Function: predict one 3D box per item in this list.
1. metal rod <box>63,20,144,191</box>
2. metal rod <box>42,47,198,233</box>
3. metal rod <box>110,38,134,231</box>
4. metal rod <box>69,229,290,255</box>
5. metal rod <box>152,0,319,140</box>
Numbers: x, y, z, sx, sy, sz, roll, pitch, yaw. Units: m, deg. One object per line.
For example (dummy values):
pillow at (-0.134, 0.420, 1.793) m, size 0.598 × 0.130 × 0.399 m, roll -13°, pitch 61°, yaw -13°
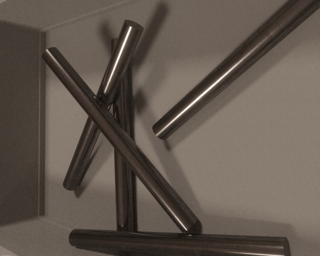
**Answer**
metal rod at (-0.093, -0.014, 0.454) m, size 0.025 × 0.025 × 0.298 m, roll 48°, pitch 126°, yaw 29°
metal rod at (-0.059, 0.008, 0.405) m, size 0.300 × 0.025 × 0.025 m, roll 49°, pitch 120°, yaw 11°
metal rod at (-0.054, 0.021, 0.449) m, size 0.025 × 0.025 × 0.298 m, roll -4°, pitch 88°, yaw 39°
metal rod at (-0.001, 0.142, 0.383) m, size 0.300 × 0.025 × 0.025 m, roll -10°, pitch 84°, yaw 32°
metal rod at (0.095, -0.080, 0.327) m, size 0.299 × 0.025 × 0.025 m, roll -42°, pitch 65°, yaw 31°
